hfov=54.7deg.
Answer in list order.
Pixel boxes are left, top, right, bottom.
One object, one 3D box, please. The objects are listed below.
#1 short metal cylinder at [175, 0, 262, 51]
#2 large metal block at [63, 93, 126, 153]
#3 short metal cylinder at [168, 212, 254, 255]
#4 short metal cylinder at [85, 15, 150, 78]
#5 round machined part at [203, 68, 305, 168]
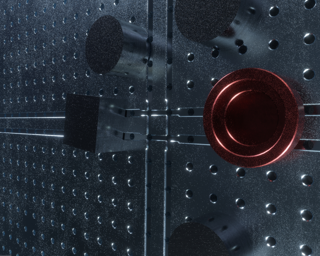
[{"bbox_3d":[0.063,-0.130,0.341,0.080,0.050,0.079,0,90,40],"label":"short metal cylinder"},{"bbox_3d":[-0.102,-0.009,0.477,0.080,0.050,0.079,10,97,39],"label":"large metal block"},{"bbox_3d":[0.056,0.140,0.347,0.080,0.050,0.079,0,90,40],"label":"short metal cylinder"},{"bbox_3d":[-0.062,-0.114,0.444,0.080,0.050,0.079,0,90,40],"label":"short metal cylinder"},{"bbox_3d":[0.097,-0.010,0.318,0.098,0.042,0.097,0,90,40],"label":"round machined part"}]
